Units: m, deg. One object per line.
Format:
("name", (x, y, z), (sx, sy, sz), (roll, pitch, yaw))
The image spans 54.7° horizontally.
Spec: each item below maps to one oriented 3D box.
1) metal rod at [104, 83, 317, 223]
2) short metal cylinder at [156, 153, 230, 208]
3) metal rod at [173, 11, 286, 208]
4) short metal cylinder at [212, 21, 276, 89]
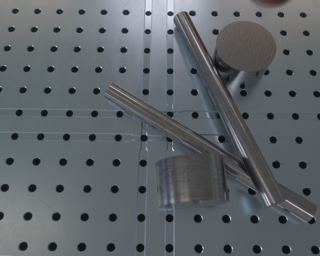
("metal rod", (0.056, 0.026, 0.402), (0.301, 0.025, 0.025), (32, 73, 11))
("short metal cylinder", (0.037, 0.064, 0.359), (0.081, 0.080, 0.050), (-4, 70, -1))
("metal rod", (0.081, -0.041, 0.411), (0.025, 0.025, 0.299), (-18, 65, -7))
("short metal cylinder", (0.115, -0.102, 0.436), (0.081, 0.050, 0.080), (0, 70, 0))
